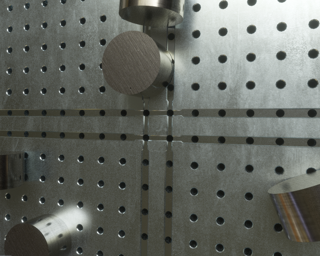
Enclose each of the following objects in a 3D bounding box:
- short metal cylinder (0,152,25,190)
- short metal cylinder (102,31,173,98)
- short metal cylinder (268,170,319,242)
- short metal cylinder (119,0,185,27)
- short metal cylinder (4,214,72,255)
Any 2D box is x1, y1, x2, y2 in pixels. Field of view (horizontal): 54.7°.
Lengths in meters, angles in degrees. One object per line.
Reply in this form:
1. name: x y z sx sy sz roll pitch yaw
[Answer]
1. short metal cylinder: -0.250 0.063 0.472 0.080 0.080 0.050 0 90 20
2. short metal cylinder: -0.029 -0.082 0.409 0.080 0.050 0.079 0 90 20
3. short metal cylinder: 0.163 0.079 0.326 0.080 0.080 0.050 -22 83 18
4. short metal cylinder: -0.009 -0.163 0.386 0.080 0.080 0.050 5 92 20
5. short metal cylinder: -0.182 0.175 0.463 0.080 0.050 0.079 0 90 20
